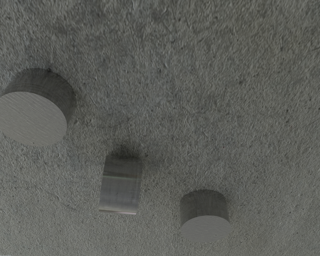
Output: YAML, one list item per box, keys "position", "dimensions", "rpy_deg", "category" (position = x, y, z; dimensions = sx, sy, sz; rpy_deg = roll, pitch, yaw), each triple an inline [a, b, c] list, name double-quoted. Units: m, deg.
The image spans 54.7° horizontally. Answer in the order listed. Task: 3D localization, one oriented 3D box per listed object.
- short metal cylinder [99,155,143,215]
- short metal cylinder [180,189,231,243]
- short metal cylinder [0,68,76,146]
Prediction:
- position: [-0.055, 0.080, 0.439]
  dimensions: [0.050, 0.080, 0.079]
  rpy_deg: [7, 130, -6]
  category: "short metal cylinder"
- position: [0.074, 0.148, 0.517]
  dimensions: [0.081, 0.050, 0.079]
  rpy_deg: [0, 130, 0]
  category: "short metal cylinder"
- position: [-0.146, -0.024, 0.369]
  dimensions: [0.081, 0.050, 0.079]
  rpy_deg: [0, 130, 0]
  category: "short metal cylinder"
